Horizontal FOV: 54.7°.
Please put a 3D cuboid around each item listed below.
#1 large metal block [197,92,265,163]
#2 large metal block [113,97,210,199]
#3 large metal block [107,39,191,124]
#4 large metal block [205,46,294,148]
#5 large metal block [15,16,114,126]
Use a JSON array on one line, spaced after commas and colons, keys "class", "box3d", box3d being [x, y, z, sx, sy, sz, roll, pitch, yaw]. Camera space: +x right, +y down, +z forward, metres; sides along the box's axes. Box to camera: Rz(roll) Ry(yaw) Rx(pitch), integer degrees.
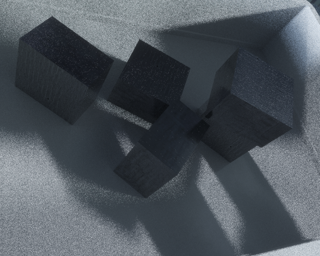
[{"class": "large metal block", "box3d": [0.097, -0.008, 0.427, 0.080, 0.080, 0.050, 37, 51, -4]}, {"class": "large metal block", "box3d": [0.001, 0.024, 0.356, 0.050, 0.080, 0.080, 40, 51, -1]}, {"class": "large metal block", "box3d": [-0.014, -0.060, 0.418, 0.080, 0.050, 0.080, 28, 52, -11]}, {"class": "large metal block", "box3d": [0.107, -0.036, 0.367, 0.080, 0.050, 0.080, 28, 52, -11]}, {"class": "large metal block", "box3d": [-0.109, -0.061, 0.349, 0.080, 0.080, 0.050, 36, 51, -5]}]
